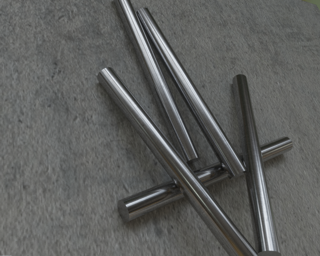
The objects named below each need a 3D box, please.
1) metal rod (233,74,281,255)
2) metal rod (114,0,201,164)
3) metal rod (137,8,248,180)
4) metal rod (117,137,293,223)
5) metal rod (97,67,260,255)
[{"bbox_3d":[0.125,0.025,0.427,0.025,0.025,0.300,22,44,-16],"label":"metal rod"},{"bbox_3d":[-0.012,-0.087,0.451,0.025,0.025,0.299,-9,66,-33],"label":"metal rod"},{"bbox_3d":[0.035,-0.063,0.445,0.025,0.025,0.299,-11,62,-33],"label":"metal rod"},{"bbox_3d":[0.082,0.057,0.414,0.303,0.025,0.025,-15,70,-34],"label":"metal rod"},{"bbox_3d":[0.015,0.040,0.360,0.025,0.025,0.300,-23,66,-37],"label":"metal rod"}]
